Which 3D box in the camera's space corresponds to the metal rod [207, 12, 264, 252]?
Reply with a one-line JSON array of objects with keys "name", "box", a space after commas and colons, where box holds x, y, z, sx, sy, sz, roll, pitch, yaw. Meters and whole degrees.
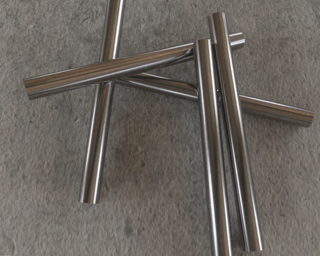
[{"name": "metal rod", "box": [0.092, -0.005, 0.389, 0.025, 0.025, 0.299, -6, 78, -2]}]

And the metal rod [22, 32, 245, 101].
[{"name": "metal rod", "box": [-0.016, -0.086, 0.402, 0.302, 0.025, 0.025, -18, 71, -22]}]

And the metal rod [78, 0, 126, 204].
[{"name": "metal rod", "box": [-0.072, -0.055, 0.404, 0.025, 0.025, 0.299, 5, 79, 1]}]

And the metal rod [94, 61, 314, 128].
[{"name": "metal rod", "box": [0.054, -0.047, 0.425, 0.302, 0.025, 0.025, 13, 71, 4]}]

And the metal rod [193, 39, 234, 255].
[{"name": "metal rod", "box": [0.065, 0.035, 0.374, 0.025, 0.025, 0.299, -3, 78, -2]}]
